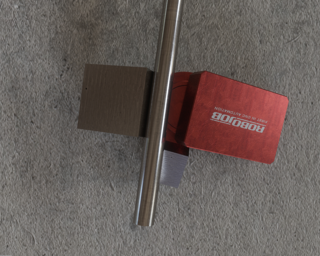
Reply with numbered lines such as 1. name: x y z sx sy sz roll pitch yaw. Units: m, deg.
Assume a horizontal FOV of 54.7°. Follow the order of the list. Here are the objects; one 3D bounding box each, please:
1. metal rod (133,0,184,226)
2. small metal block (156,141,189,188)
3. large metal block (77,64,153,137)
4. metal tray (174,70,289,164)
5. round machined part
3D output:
1. metal rod: 0.001 -0.036 0.369 0.025 0.025 0.298 8 88 0
2. small metal block: 0.007 0.045 0.401 0.050 0.025 0.050 16 116 0
3. large metal block: -0.050 -0.033 0.387 0.080 0.050 0.080 7 90 18
4. metal tray: 0.091 -0.011 0.387 0.131 0.030 0.089 13 91 -21
5. round machined part: 0.031 -0.025 0.403 0.099 0.042 0.097 0 90 0
